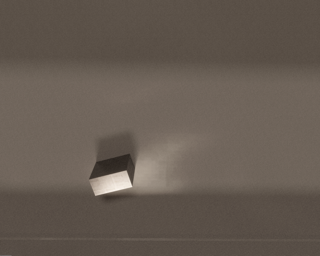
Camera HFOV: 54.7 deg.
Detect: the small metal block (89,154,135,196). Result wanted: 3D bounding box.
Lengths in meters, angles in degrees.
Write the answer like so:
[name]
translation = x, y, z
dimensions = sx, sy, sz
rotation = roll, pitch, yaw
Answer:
[small metal block]
translation = -0.063, 0.062, 0.420
dimensions = 0.050, 0.050, 0.025
rotation = -14, 110, 5
